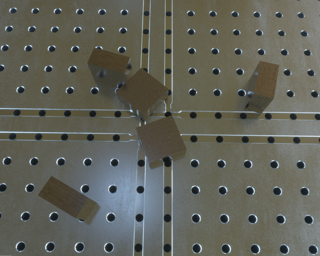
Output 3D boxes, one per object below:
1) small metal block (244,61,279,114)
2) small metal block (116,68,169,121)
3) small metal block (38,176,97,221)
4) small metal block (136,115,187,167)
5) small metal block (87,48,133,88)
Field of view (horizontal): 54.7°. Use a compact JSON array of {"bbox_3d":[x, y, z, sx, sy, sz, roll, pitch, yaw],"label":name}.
[{"bbox_3d":[0.137,-0.054,0.420,0.025,0.050,0.050,14,71,5],"label":"small metal block"},{"bbox_3d":[-0.024,-0.046,0.428,0.050,0.025,0.050,40,74,13],"label":"small metal block"},{"bbox_3d":[-0.107,0.084,0.366,0.050,0.050,0.025,28,73,9],"label":"small metal block"},{"bbox_3d":[0.001,0.017,0.405,0.050,0.025,0.050,-19,71,-7],"label":"small metal block"},{"bbox_3d":[-0.067,-0.080,0.427,0.050,0.050,0.025,16,71,6],"label":"small metal block"}]
